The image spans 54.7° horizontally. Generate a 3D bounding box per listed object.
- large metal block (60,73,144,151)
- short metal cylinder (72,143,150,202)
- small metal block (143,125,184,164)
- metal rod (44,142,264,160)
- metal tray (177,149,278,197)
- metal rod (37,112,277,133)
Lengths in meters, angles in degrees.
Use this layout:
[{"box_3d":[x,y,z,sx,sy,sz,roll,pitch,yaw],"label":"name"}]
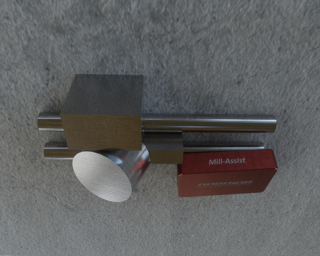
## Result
[{"box_3d":[-0.060,-0.020,0.355,0.081,0.080,0.050,1,130,-1],"label":"large metal block"},{"box_3d":[-0.059,0.045,0.383,0.080,0.050,0.079,15,131,18],"label":"short metal cylinder"},{"box_3d":[0.004,0.021,0.409,0.050,0.050,0.025,1,130,-1],"label":"small metal block"},{"box_3d":[-0.008,0.032,0.436,0.302,0.025,0.025,0,130,-1],"label":"metal rod"},{"box_3d":[0.091,0.067,0.445,0.131,0.030,0.090,-4,148,1],"label":"metal tray"},{"box_3d":[-0.003,-0.007,0.403,0.302,0.025,0.025,1,130,-1],"label":"metal rod"}]
